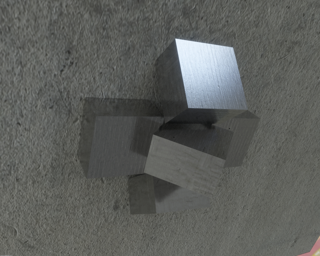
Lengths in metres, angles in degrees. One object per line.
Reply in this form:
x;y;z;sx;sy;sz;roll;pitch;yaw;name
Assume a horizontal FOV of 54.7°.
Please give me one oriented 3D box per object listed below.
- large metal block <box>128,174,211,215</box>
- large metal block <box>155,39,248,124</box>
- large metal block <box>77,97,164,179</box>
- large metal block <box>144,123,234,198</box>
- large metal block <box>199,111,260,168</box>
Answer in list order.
0.010;0.089;0.427;0.081;0.080;0.050;2;75;-29;large metal block
0.047;-0.051;0.361;0.081;0.080;0.050;0;162;-28;large metal block
-0.049;0.010;0.373;0.081;0.050;0.079;-1;119;-29;large metal block
0.037;0.028;0.369;0.080;0.080;0.050;19;116;11;large metal block
0.083;0.010;0.442;0.081;0.050;0.079;0;119;-29;large metal block
